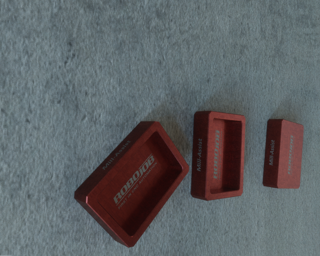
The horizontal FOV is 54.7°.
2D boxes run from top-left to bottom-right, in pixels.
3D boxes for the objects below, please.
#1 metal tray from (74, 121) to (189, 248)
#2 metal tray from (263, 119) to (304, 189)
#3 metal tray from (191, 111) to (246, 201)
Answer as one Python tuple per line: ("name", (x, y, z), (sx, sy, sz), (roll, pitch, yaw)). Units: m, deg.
("metal tray", (-0.028, 0.065, 0.380), (0.130, 0.030, 0.090), (-49, 119, -29))
("metal tray", (0.245, 0.052, 0.611), (0.091, 0.030, 0.129), (10, 84, -40))
("metal tray", (0.092, 0.042, 0.481), (0.091, 0.030, 0.129), (4, 87, -40))
